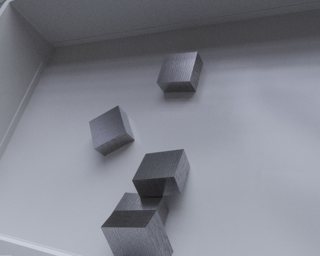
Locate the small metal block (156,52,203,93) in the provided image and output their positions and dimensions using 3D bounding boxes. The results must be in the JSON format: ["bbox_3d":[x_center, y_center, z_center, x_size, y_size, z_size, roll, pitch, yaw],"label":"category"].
[{"bbox_3d":[0.029,-0.078,0.438,0.050,0.025,0.050,2,63,28],"label":"small metal block"}]

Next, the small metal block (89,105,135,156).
[{"bbox_3d":[-0.069,0.004,0.438,0.050,0.025,0.050,-28,52,10],"label":"small metal block"}]

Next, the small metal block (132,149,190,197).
[{"bbox_3d":[0.003,0.052,0.358,0.050,0.025,0.050,-9,28,23],"label":"small metal block"}]

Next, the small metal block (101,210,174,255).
[{"bbox_3d":[-0.021,0.107,0.298,0.050,0.050,0.025,-10,19,29],"label":"small metal block"}]

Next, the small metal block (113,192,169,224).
[{"bbox_3d":[-0.024,0.100,0.343,0.050,0.025,0.050,-2,32,26],"label":"small metal block"}]
